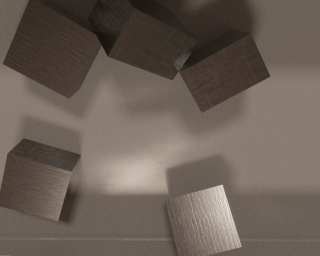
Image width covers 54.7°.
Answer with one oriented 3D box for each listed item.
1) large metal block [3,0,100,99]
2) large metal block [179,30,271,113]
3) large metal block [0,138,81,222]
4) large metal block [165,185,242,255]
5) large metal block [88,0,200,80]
[{"bbox_3d":[-0.119,-0.093,0.362,0.080,0.050,0.080,29,107,-11],"label":"large metal block"},{"bbox_3d":[0.067,-0.069,0.358,0.080,0.080,0.050,-28,108,9],"label":"large metal block"},{"bbox_3d":[-0.162,0.070,0.422,0.080,0.050,0.079,18,109,-7],"label":"large metal block"},{"bbox_3d":[0.059,0.130,0.426,0.080,0.050,0.080,-16,71,5],"label":"large metal block"},{"bbox_3d":[-0.019,-0.103,0.324,0.081,0.080,0.050,13,124,-39],"label":"large metal block"}]
